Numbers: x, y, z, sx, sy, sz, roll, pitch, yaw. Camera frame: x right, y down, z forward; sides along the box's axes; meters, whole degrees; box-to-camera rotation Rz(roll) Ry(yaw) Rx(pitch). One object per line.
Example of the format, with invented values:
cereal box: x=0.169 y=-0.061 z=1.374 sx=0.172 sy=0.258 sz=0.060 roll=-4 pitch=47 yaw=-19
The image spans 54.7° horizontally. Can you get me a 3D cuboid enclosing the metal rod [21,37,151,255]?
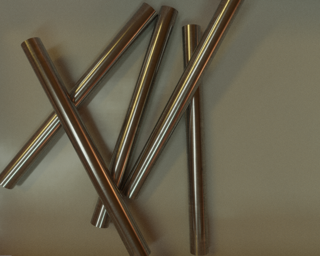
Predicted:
metal rod: x=-0.091 y=0.027 z=0.384 sx=0.025 sy=0.025 sz=0.299 roll=-27 pitch=90 yaw=0

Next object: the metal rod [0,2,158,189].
metal rod: x=-0.108 y=-0.042 z=0.410 sx=0.025 sy=0.025 sz=0.300 roll=40 pitch=90 yaw=0

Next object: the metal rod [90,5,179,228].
metal rod: x=-0.034 y=-0.015 z=0.410 sx=0.025 sy=0.025 sz=0.299 roll=18 pitch=90 yaw=0

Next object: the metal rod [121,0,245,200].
metal rod: x=0.029 y=-0.043 z=0.389 sx=0.025 sy=0.025 sz=0.299 roll=28 pitch=99 yaw=0

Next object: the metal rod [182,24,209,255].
metal rod: x=0.047 y=0.015 z=0.411 sx=0.025 sy=0.025 sz=0.298 roll=-2 pitch=90 yaw=0
